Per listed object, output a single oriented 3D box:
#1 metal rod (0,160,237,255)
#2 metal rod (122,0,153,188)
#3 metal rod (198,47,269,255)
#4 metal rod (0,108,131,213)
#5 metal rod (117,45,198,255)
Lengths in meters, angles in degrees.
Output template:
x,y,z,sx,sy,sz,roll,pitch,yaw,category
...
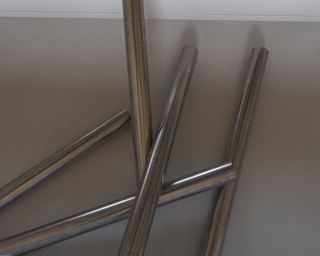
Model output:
x,y,z,sx,sy,sz,roll,pitch,yaw,category
-0.057,0.099,0.359,0.302,0.025,0.025,-19,71,-2,metal rod
-0.027,-0.075,0.373,0.025,0.025,0.298,-4,95,-2,metal rod
0.100,0.023,0.402,0.025,0.025,0.299,17,71,6,metal rod
-0.163,0.067,0.383,0.301,0.025,0.025,-34,74,-12,metal rod
0.006,0.012,0.375,0.025,0.025,0.300,14,59,5,metal rod
